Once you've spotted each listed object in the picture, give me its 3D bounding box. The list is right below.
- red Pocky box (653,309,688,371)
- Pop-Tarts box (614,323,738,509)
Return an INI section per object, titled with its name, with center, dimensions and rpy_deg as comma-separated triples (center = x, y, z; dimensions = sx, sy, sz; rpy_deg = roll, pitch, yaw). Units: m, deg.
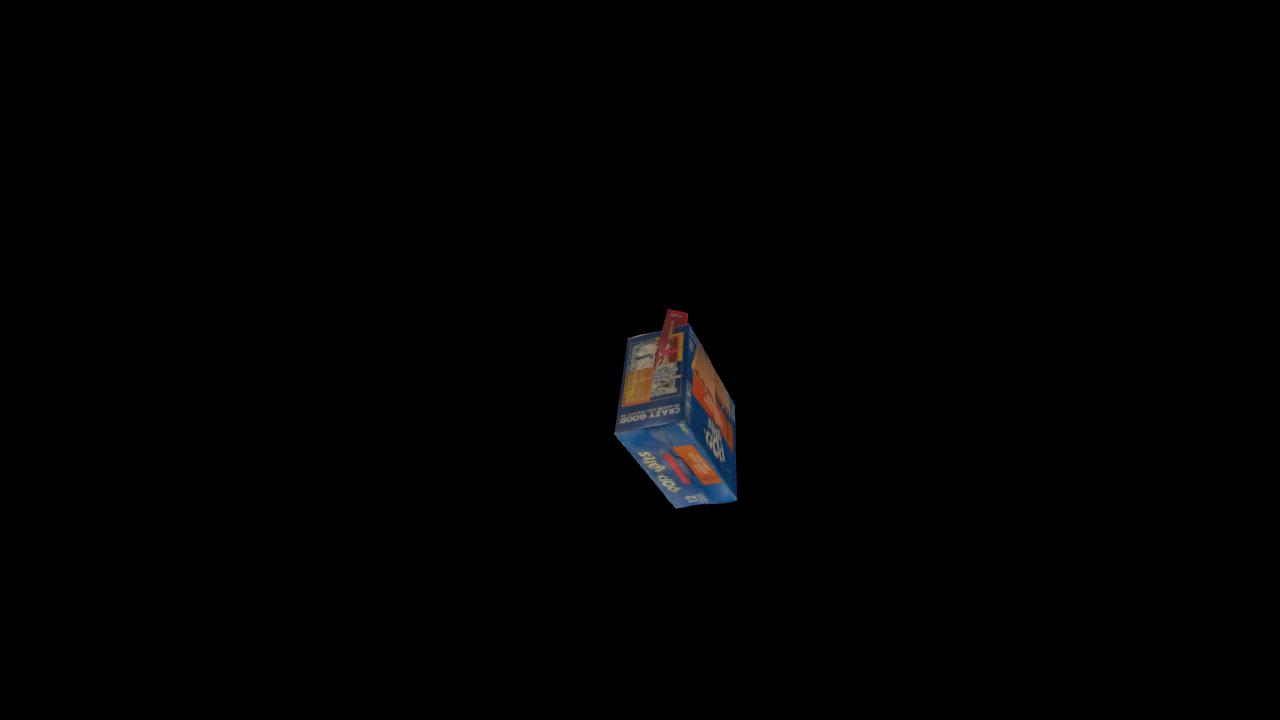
[red Pocky box]
center = 0.027, 0.026, 0.707
dimensions = 0.028, 0.155, 0.083
rpy_deg = 11, -31, 6
[Pop-Tarts box]
center = 0.049, 0.068, 0.718
dimensions = 0.083, 0.141, 0.167
rpy_deg = -14, -46, 22
